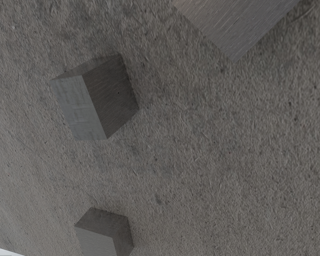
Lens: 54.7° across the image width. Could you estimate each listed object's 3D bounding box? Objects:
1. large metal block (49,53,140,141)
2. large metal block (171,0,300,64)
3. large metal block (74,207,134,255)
[{"bbox_3d":[-0.077,-0.039,0.388,0.050,0.080,0.080,-3,117,30],"label":"large metal block"},{"bbox_3d":[0.072,-0.120,0.278,0.080,0.050,0.080,43,129,-2],"label":"large metal block"},{"bbox_3d":[-0.100,0.200,0.568,0.080,0.050,0.079,7,122,24],"label":"large metal block"}]
